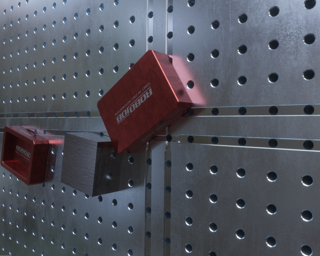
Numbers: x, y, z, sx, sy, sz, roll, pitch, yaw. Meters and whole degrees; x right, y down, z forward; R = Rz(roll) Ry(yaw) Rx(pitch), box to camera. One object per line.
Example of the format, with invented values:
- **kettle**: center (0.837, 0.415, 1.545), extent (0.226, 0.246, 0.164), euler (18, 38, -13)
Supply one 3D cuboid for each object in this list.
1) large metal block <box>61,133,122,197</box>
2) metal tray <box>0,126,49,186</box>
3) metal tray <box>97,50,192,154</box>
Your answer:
- **large metal block**: center (-0.106, 0.053, 0.481), extent (0.080, 0.050, 0.079), euler (12, 97, 39)
- **metal tray**: center (-0.282, 0.053, 0.638), extent (0.130, 0.030, 0.089), euler (18, 101, 38)
- **metal tray**: center (-0.027, -0.032, 0.428), extent (0.130, 0.030, 0.090), euler (-38, 67, 33)
